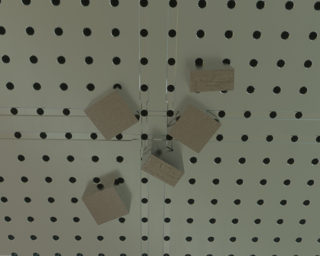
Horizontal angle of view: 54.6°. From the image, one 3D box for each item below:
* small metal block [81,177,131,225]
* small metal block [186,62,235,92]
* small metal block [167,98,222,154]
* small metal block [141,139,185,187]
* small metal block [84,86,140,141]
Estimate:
[{"bbox_3d":[-0.077,0.107,0.452,0.050,0.025,0.050,-23,109,8],"label":"small metal block"},{"bbox_3d":[0.060,-0.063,0.377,0.050,0.050,0.025,-3,110,1],"label":"small metal block"},{"bbox_3d":[0.045,-0.003,0.413,0.050,0.025,0.050,33,107,-12],"label":"small metal block"},{"bbox_3d":[0.004,0.046,0.417,0.050,0.050,0.025,30,107,-11],"label":"small metal block"},{"bbox_3d":[-0.062,-0.019,0.406,0.050,0.025,0.050,-32,107,11],"label":"small metal block"}]
